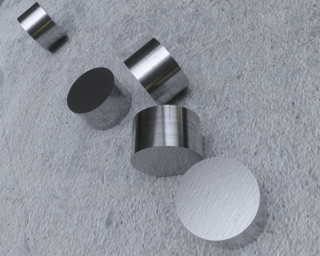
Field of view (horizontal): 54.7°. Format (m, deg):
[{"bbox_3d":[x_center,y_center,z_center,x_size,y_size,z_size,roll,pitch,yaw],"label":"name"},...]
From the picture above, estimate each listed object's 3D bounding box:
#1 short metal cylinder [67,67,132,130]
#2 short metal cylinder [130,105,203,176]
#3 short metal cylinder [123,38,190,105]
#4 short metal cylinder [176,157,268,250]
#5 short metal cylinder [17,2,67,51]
[{"bbox_3d":[-0.089,-0.043,0.461,0.080,0.050,0.080,-13,56,21],"label":"short metal cylinder"},{"bbox_3d":[0.008,0.017,0.354,0.080,0.080,0.050,-13,57,21],"label":"short metal cylinder"},{"bbox_3d":[-0.005,-0.073,0.416,0.050,0.080,0.080,-39,51,2],"label":"short metal cylinder"},{"bbox_3d":[0.062,0.075,0.309,0.080,0.050,0.080,-13,56,21],"label":"short metal cylinder"},{"bbox_3d":[-0.232,-0.201,0.614,0.050,0.080,0.080,-41,51,1],"label":"short metal cylinder"}]
